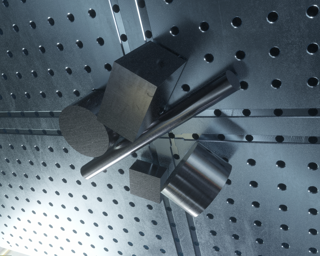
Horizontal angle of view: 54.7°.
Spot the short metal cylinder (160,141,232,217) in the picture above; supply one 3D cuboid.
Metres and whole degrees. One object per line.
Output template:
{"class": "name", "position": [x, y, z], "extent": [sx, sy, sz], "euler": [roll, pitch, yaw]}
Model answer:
{"class": "short metal cylinder", "position": [0.044, 0.063, 0.387], "extent": [0.050, 0.080, 0.080], "euler": [37, 129, 3]}

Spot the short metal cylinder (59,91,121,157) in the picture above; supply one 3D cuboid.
{"class": "short metal cylinder", "position": [-0.093, -0.006, 0.435], "extent": [0.080, 0.050, 0.079], "euler": [13, 124, 21]}

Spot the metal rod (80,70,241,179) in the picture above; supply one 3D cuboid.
{"class": "metal rod", "position": [-0.021, 0.011, 0.425], "extent": [0.299, 0.025, 0.025], "euler": [-32, 101, 38]}

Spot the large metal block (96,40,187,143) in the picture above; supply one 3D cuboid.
{"class": "large metal block", "position": [-0.021, -0.043, 0.355], "extent": [0.050, 0.080, 0.079], "euler": [32, 129, 7]}

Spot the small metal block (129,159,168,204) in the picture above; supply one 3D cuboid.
{"class": "small metal block", "position": [-0.017, 0.080, 0.465], "extent": [0.050, 0.025, 0.050], "euler": [14, 124, 20]}
